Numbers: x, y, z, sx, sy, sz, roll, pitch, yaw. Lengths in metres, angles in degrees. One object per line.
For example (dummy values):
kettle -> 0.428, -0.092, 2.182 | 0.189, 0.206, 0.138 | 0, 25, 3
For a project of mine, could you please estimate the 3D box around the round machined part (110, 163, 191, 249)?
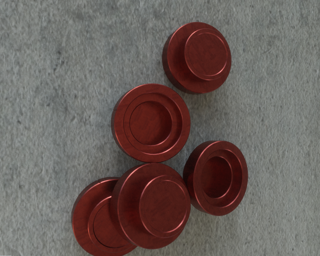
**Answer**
round machined part -> -0.004, 0.089, 0.359 | 0.099, 0.042, 0.098 | 7, 77, -32

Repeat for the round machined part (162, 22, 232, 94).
round machined part -> 0.056, -0.096, 0.422 | 0.099, 0.042, 0.097 | 0, 90, -21

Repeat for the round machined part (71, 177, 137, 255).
round machined part -> -0.056, 0.112, 0.380 | 0.099, 0.042, 0.097 | 0, 90, -20

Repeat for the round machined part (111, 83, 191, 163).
round machined part -> -0.014, -0.006, 0.396 | 0.099, 0.042, 0.097 | 0, 90, -21

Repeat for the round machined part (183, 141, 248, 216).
round machined part -> 0.070, 0.066, 0.420 | 0.099, 0.042, 0.097 | 1, 88, -34
